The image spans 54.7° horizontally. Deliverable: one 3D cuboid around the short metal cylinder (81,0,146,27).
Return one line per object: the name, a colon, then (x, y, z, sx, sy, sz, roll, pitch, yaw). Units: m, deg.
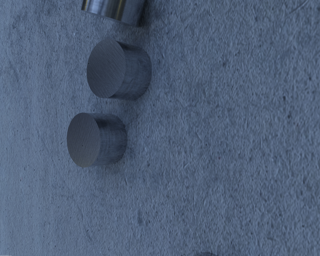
short metal cylinder: (-0.062, -0.173, 0.420, 0.080, 0.081, 0.050, 27, 107, 37)

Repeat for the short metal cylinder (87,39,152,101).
short metal cylinder: (-0.058, -0.080, 0.437, 0.080, 0.050, 0.080, 0, 90, 40)

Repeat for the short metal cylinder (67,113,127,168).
short metal cylinder: (-0.096, 0.017, 0.468, 0.080, 0.050, 0.080, 0, 90, 40)

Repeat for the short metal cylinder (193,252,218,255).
short metal cylinder: (0.046, 0.190, 0.351, 0.080, 0.050, 0.080, 0, 90, 40)
